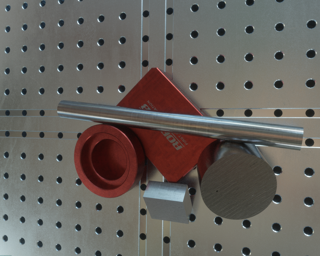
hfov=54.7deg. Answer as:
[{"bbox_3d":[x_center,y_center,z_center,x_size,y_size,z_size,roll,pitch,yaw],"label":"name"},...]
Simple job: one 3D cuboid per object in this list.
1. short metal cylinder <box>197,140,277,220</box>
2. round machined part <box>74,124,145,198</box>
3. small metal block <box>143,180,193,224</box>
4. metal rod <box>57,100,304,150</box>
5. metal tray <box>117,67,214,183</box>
[{"bbox_3d":[0.084,0.056,0.353,0.081,0.050,0.079,0,108,2],"label":"short metal cylinder"},{"bbox_3d":[-0.064,0.041,0.420,0.098,0.042,0.097,3,97,24],"label":"round machined part"},{"bbox_3d":[0.011,0.094,0.393,0.050,0.025,0.050,3,134,19],"label":"small metal block"},{"bbox_3d":[0.008,-0.007,0.375,0.301,0.025,0.025,8,93,19],"label":"metal rod"},{"bbox_3d":[0.009,-0.004,0.407,0.090,0.030,0.130,-45,77,14],"label":"metal tray"}]
